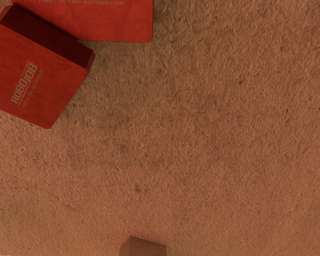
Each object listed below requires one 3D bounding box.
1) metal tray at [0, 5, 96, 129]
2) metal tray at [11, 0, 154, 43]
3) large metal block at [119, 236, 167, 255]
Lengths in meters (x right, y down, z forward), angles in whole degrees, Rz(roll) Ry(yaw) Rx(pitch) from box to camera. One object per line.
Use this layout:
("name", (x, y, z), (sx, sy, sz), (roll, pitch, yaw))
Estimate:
("metal tray", (-0.138, -0.055, 0.333), (0.090, 0.030, 0.129), (27, 140, -23))
("metal tray", (-0.071, -0.130, 0.292), (0.131, 0.030, 0.089), (1, 130, -2))
("large metal block", (-0.034, 0.266, 0.597), (0.080, 0.080, 0.050), (22, 127, -18))
